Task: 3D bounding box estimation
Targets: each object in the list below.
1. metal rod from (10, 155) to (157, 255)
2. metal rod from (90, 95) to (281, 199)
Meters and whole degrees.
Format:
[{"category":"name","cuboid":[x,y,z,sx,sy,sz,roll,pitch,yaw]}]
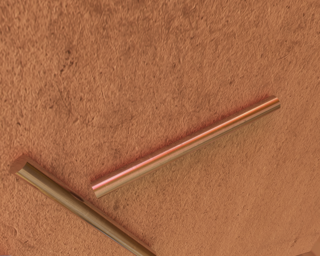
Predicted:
[{"category":"metal rod","cuboid":[-0.087,0.132,0.441,0.025,0.025,0.300,-39,130,-2]},{"category":"metal rod","cuboid":[0.046,0.022,0.446,0.302,0.025,0.025,-25,128,-14]}]
